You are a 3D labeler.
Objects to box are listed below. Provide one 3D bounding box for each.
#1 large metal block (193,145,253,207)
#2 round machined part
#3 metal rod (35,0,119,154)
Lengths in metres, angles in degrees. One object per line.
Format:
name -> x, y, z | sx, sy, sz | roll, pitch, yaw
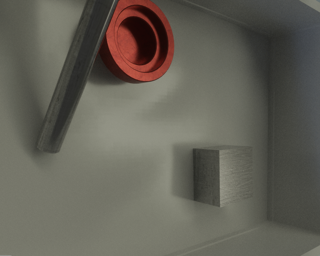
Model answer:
large metal block -> 0.098, 0.070, 0.475 | 0.081, 0.050, 0.079 | -2, 91, -40
round machined part -> -0.033, -0.101, 0.369 | 0.099, 0.042, 0.097 | 0, 90, -40
metal rod -> -0.051, -0.107, 0.268 | 0.025, 0.025, 0.298 | 10, 115, -40
